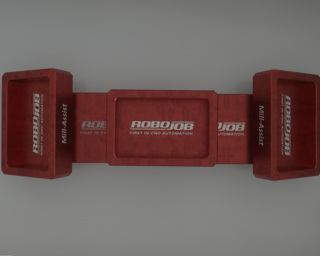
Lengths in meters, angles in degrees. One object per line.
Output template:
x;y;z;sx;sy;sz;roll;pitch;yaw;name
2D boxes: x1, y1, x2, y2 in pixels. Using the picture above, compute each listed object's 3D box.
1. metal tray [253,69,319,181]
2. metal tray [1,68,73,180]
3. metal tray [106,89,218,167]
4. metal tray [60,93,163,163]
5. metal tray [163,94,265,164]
0.160;-0.003;0.389;0.091;0.030;0.129;0;90;-28;metal tray
-0.155;-0.005;0.388;0.090;0.030;0.129;1;90;25;metal tray
0.003;0.000;0.377;0.131;0.030;0.089;1;89;0;metal tray
-0.062;0.000;0.408;0.131;0.030;0.089;0;90;0;metal tray
0.069;0.001;0.408;0.131;0.030;0.089;0;90;0;metal tray
